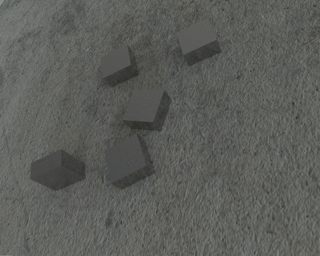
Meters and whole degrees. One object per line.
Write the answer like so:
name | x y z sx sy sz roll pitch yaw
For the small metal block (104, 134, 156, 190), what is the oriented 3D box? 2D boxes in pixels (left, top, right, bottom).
small metal block | -0.040 0.043 0.398 0.050 0.025 0.050 -28 52 10

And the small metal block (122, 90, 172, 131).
small metal block | -0.018 -0.025 0.429 0.050 0.025 0.050 5 64 30

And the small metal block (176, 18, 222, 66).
small metal block | 0.056 -0.125 0.451 0.050 0.025 0.050 -22 54 15

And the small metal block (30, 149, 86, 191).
small metal block | -0.139 0.059 0.425 0.050 0.050 0.025 -24 53 14

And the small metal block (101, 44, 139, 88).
small metal block | -0.066 -0.101 0.500 0.050 0.025 0.050 -23 53 14
